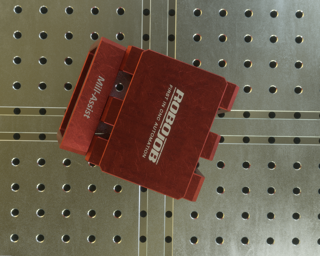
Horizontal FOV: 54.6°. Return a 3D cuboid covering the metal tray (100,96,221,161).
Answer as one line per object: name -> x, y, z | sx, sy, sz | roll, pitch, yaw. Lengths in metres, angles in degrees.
metal tray -> 0.000, 0.001, 0.380 | 0.131, 0.090, 0.030 | 20, 89, -1

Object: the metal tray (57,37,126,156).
metal tray -> -0.087, -0.039, 0.378 | 0.030, 0.090, 0.129 | 21, 90, -22

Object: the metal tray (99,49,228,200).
metal tray -> 0.003, -0.004, 0.320 | 0.090, 0.030, 0.129 | 21, 90, 0

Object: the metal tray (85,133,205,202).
metal tray -> -0.016, 0.044, 0.380 | 0.131, 0.090, 0.030 | 21, 91, 0

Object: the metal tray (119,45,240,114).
metal tray -> 0.022, -0.055, 0.380 | 0.131, 0.090, 0.030 | 21, 91, 0
